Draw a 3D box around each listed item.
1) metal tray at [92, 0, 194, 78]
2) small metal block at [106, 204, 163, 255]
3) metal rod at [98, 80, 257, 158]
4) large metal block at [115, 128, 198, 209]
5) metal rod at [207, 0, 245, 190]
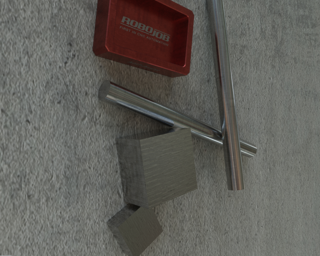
[{"bbox_3d":[-0.015,-0.121,0.389,0.131,0.030,0.089,8,85,-40],"label":"metal tray"},{"bbox_3d":[-0.030,0.122,0.382,0.050,0.025,0.050,-37,113,-34],"label":"small metal block"},{"bbox_3d":[0.047,-0.002,0.446,0.302,0.025,0.025,20,77,-38],"label":"metal rod"},{"bbox_3d":[-0.003,0.045,0.388,0.081,0.050,0.079,-12,98,-40],"label":"large metal block"},{"bbox_3d":[0.098,-0.058,0.466,0.025,0.025,0.298,-2,84,-40],"label":"metal rod"}]
